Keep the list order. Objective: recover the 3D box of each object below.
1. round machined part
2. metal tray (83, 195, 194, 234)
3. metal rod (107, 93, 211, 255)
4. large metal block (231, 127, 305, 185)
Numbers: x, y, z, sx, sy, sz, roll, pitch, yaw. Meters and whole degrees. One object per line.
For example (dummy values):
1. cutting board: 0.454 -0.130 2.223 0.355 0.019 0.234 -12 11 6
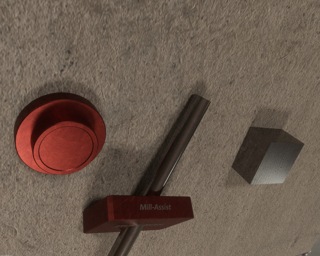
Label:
1. round machined part: -0.108 0.013 0.346 0.099 0.042 0.097 -14 125 -21
2. metal tray: -0.030 0.122 0.434 0.131 0.030 0.090 9 149 -33
3. metal rod: -0.012 0.091 0.431 0.025 0.025 0.299 24 97 -37
4. large metal block: 0.180 0.047 0.521 0.081 0.050 0.079 4 117 -31
